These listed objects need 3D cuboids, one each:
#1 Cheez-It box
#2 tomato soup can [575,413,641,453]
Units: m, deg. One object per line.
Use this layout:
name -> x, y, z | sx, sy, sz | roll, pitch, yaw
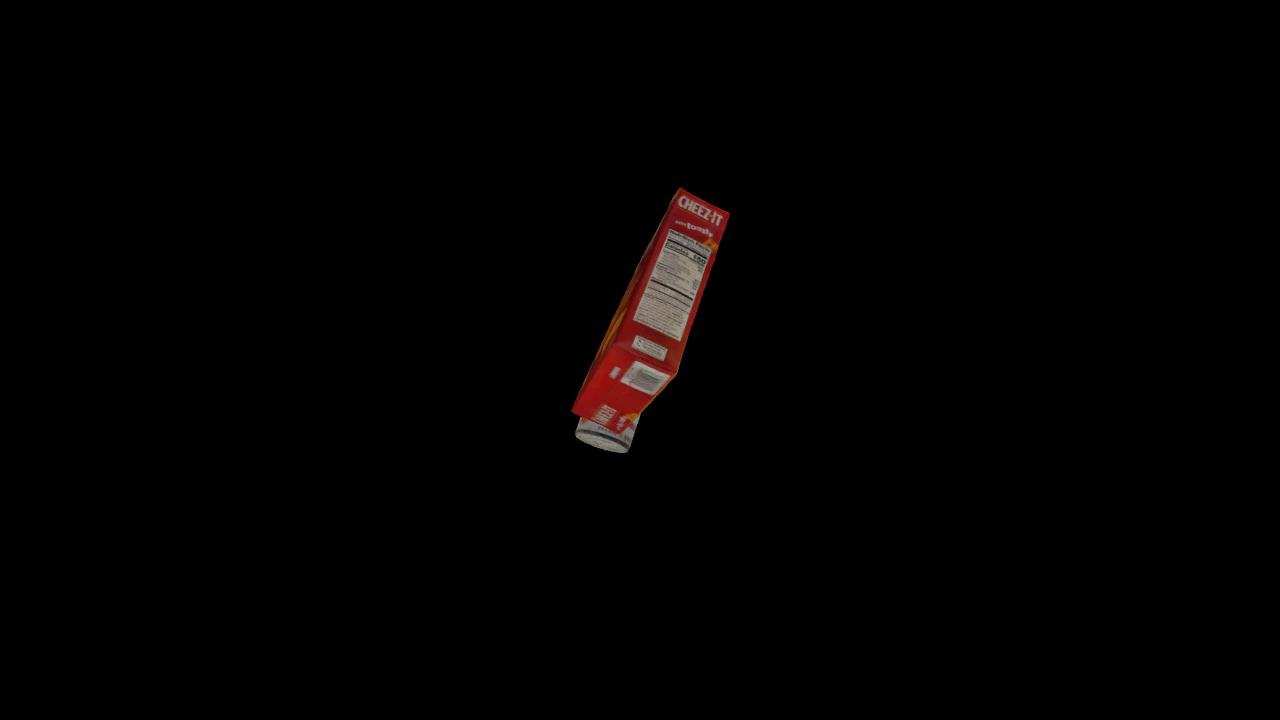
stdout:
Cheez-It box -> 0.012, -0.050, 0.664 | 0.071, 0.223, 0.166 | 26, -33, -7
tomato soup can -> -0.030, 0.051, 0.723 | 0.068, 0.101, 0.068 | 17, -19, 6
